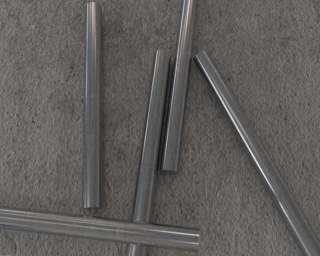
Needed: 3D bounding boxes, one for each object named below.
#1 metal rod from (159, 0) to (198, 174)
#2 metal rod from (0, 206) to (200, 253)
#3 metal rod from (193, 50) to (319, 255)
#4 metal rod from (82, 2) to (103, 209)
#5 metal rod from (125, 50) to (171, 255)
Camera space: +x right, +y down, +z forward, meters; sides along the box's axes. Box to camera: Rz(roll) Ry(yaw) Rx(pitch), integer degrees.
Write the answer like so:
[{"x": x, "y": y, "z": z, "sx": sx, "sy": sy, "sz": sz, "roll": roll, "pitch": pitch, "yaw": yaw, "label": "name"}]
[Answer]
[{"x": 0.031, "y": -0.084, "z": 0.438, "sx": 0.025, "sy": 0.025, "sz": 0.299, "roll": 7, "pitch": 70, "yaw": 2, "label": "metal rod"}, {"x": -0.108, "y": 0.109, "z": 0.349, "sx": 0.301, "sy": 0.025, "sz": 0.025, "roll": 4, "pitch": 70, "yaw": 8, "label": "metal rod"}, {"x": 0.120, "y": 0.025, "z": 0.399, "sx": 0.025, "sy": 0.025, "sz": 0.299, "roll": -23, "pitch": 72, "yaw": -8, "label": "metal rod"}, {"x": -0.091, "y": -0.044, "z": 0.423, "sx": 0.025, "sy": 0.025, "sz": 0.299, "roll": -4, "pitch": 70, "yaw": -1, "label": "metal rod"}, {"x": -0.013, "y": 0.034, "z": 0.395, "sx": 0.025, "sy": 0.025, "sz": 0.299, "roll": 6, "pitch": 70, "yaw": 2, "label": "metal rod"}]
